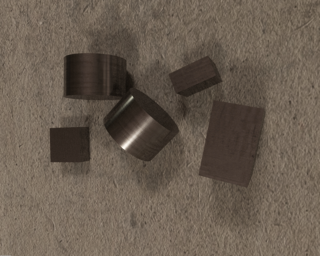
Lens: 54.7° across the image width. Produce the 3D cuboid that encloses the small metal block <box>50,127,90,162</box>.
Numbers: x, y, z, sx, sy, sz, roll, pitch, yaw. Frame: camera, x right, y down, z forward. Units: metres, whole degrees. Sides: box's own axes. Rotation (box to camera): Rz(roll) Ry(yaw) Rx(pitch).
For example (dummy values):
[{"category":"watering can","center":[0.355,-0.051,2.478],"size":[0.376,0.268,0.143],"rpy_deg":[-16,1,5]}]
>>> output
[{"category":"small metal block","center":[-0.132,0.024,0.454],"size":[0.050,0.025,0.050],"rpy_deg":[-2,89,19]}]

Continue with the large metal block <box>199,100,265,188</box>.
[{"category":"large metal block","center":[0.084,0.015,0.350],"size":[0.050,0.080,0.079],"rpy_deg":[12,94,19]}]

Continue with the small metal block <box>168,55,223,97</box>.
[{"category":"small metal block","center":[0.045,-0.061,0.379],"size":[0.050,0.050,0.025],"rpy_deg":[-23,83,18]}]

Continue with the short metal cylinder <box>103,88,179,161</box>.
[{"category":"short metal cylinder","center":[-0.023,-0.005,0.387],"size":[0.080,0.080,0.050],"rpy_deg":[47,104,14]}]

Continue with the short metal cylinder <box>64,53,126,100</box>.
[{"category":"short metal cylinder","center":[-0.085,-0.065,0.409],"size":[0.080,0.080,0.050],"rpy_deg":[1,90,19]}]
